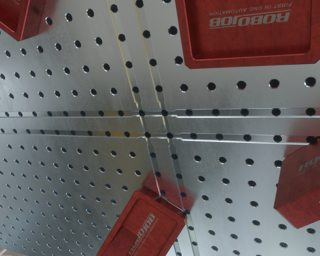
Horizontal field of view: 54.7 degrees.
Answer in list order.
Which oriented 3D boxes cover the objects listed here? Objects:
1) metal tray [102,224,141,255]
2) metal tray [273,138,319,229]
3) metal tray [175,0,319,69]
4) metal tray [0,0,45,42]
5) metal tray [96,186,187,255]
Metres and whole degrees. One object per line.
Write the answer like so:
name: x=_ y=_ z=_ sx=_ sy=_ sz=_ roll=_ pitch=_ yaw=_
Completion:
metal tray: x=-0.074 y=0.213 z=0.524 sx=0.030 sy=0.090 sz=0.129 roll=32 pitch=138 yaw=7
metal tray: x=0.175 y=0.035 z=0.298 sx=0.030 sy=0.090 sz=0.129 roll=44 pitch=129 yaw=-3
metal tray: x=0.084 y=-0.106 z=0.297 sx=0.130 sy=0.030 sz=0.089 roll=3 pitch=120 yaw=26
metal tray: x=-0.213 y=-0.187 z=0.401 sx=0.130 sy=0.030 sz=0.089 roll=37 pitch=129 yaw=2
metal tray: x=-0.028 y=0.169 z=0.484 sx=0.090 sy=0.030 sz=0.129 roll=32 pitch=96 yaw=7
